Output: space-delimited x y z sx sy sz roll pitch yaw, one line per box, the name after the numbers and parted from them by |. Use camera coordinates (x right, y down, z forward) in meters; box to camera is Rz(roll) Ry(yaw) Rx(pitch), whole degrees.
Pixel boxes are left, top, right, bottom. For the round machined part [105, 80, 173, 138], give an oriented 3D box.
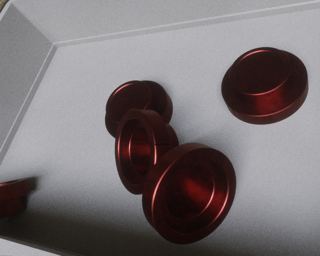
-0.035 -0.027 0.430 0.098 0.042 0.098 -13 56 21 | round machined part

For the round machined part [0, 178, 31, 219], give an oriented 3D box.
-0.231 0.102 0.428 0.098 0.098 0.042 -13 89 21 | round machined part

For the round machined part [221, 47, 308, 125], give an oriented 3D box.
0.120 -0.056 0.366 0.098 0.042 0.098 -13 56 21 | round machined part

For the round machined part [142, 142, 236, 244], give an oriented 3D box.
0.026 0.061 0.312 0.098 0.098 0.042 -53 31 -9 | round machined part

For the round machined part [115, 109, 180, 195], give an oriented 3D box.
-0.013 0.027 0.365 0.098 0.042 0.097 0 90 57 | round machined part
